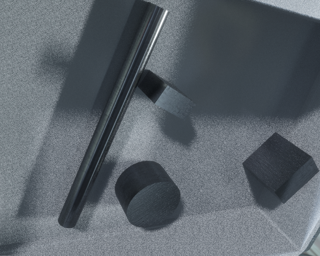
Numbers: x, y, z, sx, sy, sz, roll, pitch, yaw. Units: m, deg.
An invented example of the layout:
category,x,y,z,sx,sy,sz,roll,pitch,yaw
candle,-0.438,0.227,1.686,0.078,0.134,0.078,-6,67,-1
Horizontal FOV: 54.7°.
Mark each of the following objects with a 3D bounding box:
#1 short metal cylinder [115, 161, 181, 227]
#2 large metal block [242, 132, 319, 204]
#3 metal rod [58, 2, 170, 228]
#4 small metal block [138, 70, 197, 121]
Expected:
category,x,y,z,sx,sy,sz,roll,pitch,yaw
short metal cylinder,-0.018,0.094,0.442,0.081,0.050,0.079,-14,125,-21
large metal block,0.205,0.067,0.529,0.080,0.080,0.050,-44,130,2
metal rod,-0.063,-0.001,0.374,0.025,0.025,0.298,14,111,-34
small metal block,0.008,-0.040,0.374,0.050,0.050,0.025,27,103,-38
